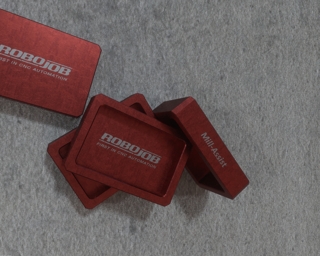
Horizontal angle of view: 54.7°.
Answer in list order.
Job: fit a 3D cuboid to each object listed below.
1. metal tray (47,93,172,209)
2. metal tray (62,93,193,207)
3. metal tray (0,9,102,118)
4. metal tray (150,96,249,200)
[{"bbox_3d":[-0.059,0.026,0.385,0.131,0.030,0.090,-33,101,-17],"label":"metal tray"},{"bbox_3d":[-0.034,0.027,0.362,0.131,0.030,0.090,25,82,-19],"label":"metal tray"},{"bbox_3d":[-0.143,-0.071,0.354,0.131,0.030,0.090,17,84,-20],"label":"metal tray"},{"bbox_3d":[0.046,0.024,0.392,0.030,0.090,0.130,-39,103,-16],"label":"metal tray"}]
